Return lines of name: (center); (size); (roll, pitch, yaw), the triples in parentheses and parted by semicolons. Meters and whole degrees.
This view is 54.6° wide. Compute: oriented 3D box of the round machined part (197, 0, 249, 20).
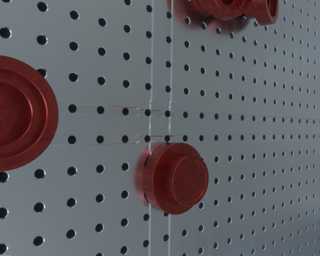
round machined part: (0.090, -0.213, 0.472); (0.099, 0.042, 0.097); (0, 90, -40)

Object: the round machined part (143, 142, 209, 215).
round machined part: (0.028, 0.069, 0.421); (0.099, 0.042, 0.097); (0, 90, -40)

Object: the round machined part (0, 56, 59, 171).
round machined part: (-0.146, -0.012, 0.275); (0.099, 0.042, 0.097); (0, 90, -40)

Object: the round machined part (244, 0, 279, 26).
round machined part: (0.168, -0.223, 0.526); (0.099, 0.042, 0.097); (0, 91, -56)
